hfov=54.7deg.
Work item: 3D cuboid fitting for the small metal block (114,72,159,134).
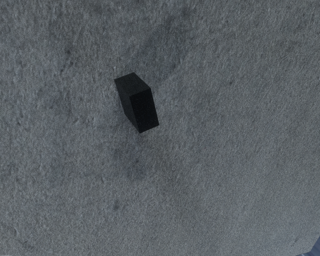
[{"bbox_3d":[-0.027,-0.030,0.359,0.025,0.050,0.050,-24,127,-14],"label":"small metal block"}]
